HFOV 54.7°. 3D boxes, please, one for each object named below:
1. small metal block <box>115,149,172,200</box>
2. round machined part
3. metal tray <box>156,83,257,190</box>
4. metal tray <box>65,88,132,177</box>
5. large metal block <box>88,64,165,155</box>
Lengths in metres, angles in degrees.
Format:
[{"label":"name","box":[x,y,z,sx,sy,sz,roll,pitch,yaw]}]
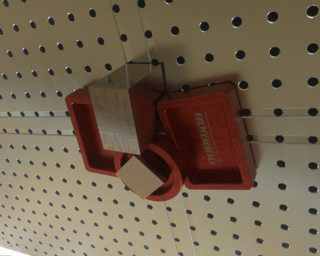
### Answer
[{"label":"small metal block","box":[-0.022,0.058,0.399,0.050,0.025,0.050,43,129,-2]},{"label":"round machined part","box":[-0.009,0.047,0.417,0.098,0.042,0.097,13,124,21]},{"label":"metal tray","box":[0.059,0.016,0.381,0.090,0.030,0.129,-7,115,31]},{"label":"metal tray","box":[-0.078,0.010,0.450,0.090,0.030,0.129,6,121,25]},{"label":"large metal block","box":[-0.033,-0.026,0.372,0.050,0.080,0.079,6,121,25]}]
